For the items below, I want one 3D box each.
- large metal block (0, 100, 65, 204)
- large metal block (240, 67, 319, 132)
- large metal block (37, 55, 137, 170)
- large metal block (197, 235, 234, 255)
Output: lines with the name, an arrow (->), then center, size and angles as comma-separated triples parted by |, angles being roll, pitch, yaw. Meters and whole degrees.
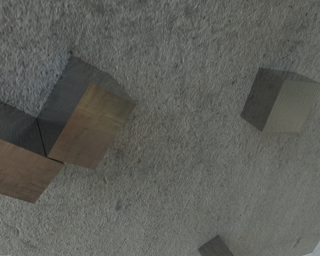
large metal block -> -0.149, 0.018, 0.301 | 0.080, 0.080, 0.050 | 33, 100, -38
large metal block -> 0.180, -0.041, 0.463 | 0.081, 0.050, 0.079 | 1, 118, -29
large metal block -> -0.079, -0.017, 0.317 | 0.050, 0.080, 0.080 | 24, 105, -37
large metal block -> 0.126, 0.273, 0.608 | 0.050, 0.080, 0.080 | -33, 129, -7
